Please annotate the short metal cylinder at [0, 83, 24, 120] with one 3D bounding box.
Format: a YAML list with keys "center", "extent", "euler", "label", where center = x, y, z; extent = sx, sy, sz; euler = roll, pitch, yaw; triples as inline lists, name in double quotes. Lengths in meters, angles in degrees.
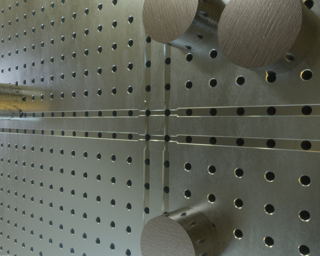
- center: [-0.338, -0.056, 0.667]
  extent: [0.080, 0.050, 0.079]
  euler: [0, 90, 39]
  label: "short metal cylinder"

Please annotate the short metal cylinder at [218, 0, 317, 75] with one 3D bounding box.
- center: [0.105, -0.095, 0.305]
  extent: [0.080, 0.050, 0.079]
  euler: [0, 90, 39]
  label: "short metal cylinder"

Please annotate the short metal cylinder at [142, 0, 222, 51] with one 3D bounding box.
- center: [0.026, -0.137, 0.370]
  extent: [0.080, 0.050, 0.079]
  euler: [0, 90, 39]
  label: "short metal cylinder"

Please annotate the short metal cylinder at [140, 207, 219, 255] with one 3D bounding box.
- center: [0.023, 0.141, 0.373]
  extent: [0.080, 0.050, 0.079]
  euler: [0, 90, 39]
  label: "short metal cylinder"
